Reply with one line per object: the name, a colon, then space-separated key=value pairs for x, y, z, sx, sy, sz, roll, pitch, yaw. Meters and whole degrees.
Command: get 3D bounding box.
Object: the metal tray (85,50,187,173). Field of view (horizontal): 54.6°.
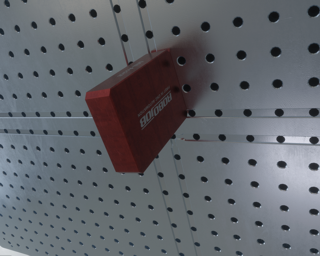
metal tray: x=-0.017 y=-0.023 z=0.338 sx=0.030 sy=0.131 sz=0.090 roll=-4 pitch=116 yaw=30
